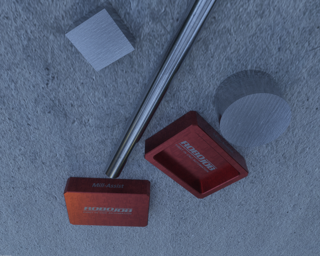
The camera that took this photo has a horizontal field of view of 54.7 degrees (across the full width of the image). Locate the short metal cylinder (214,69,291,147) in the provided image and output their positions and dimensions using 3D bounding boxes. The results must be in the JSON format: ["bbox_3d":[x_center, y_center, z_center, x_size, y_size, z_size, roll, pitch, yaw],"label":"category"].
[{"bbox_3d":[0.109,-0.023,0.373,0.081,0.050,0.079,0,130,0],"label":"short metal cylinder"}]

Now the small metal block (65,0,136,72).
[{"bbox_3d":[-0.061,-0.096,0.325,0.050,0.025,0.050,-25,126,19],"label":"small metal block"}]

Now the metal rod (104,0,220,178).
[{"bbox_3d":[-0.008,-0.039,0.374,0.025,0.025,0.298,19,127,-16],"label":"metal rod"}]

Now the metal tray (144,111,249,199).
[{"bbox_3d":[0.053,0.043,0.441,0.090,0.030,0.130,-34,123,25],"label":"metal tray"}]

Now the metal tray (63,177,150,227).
[{"bbox_3d":[-0.083,0.123,0.508,0.131,0.030,0.089,3,130,-3],"label":"metal tray"}]
